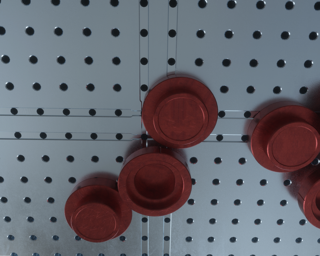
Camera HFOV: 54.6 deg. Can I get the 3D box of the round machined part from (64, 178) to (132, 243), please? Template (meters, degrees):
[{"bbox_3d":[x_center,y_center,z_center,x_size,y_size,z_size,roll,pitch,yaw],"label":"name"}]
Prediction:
[{"bbox_3d":[-0.090,0.125,0.450,0.099,0.042,0.097,0,110,0],"label":"round machined part"}]

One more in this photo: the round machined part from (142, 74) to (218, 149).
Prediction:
[{"bbox_3d":[0.026,-0.017,0.398,0.099,0.042,0.097,0,110,0],"label":"round machined part"}]

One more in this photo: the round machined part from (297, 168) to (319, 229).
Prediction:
[{"bbox_3d":[0.245,0.093,0.440,0.099,0.042,0.097,0,110,0],"label":"round machined part"}]

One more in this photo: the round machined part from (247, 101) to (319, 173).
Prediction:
[{"bbox_3d":[0.170,0.017,0.412,0.099,0.042,0.097,0,110,0],"label":"round machined part"}]

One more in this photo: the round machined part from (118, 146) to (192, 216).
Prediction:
[{"bbox_3d":[-0.007,0.069,0.430,0.099,0.042,0.097,0,110,0],"label":"round machined part"}]
